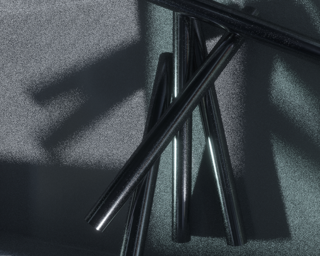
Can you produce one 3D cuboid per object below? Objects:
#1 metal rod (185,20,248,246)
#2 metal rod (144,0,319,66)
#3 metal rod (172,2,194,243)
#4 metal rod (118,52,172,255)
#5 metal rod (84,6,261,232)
[{"bbox_3d":[0.065,-0.007,0.387,0.025,0.025,0.298,-13,86,19],"label":"metal rod"},{"bbox_3d":[0.087,-0.116,0.341,0.301,0.025,0.025,22,98,4],"label":"metal rod"},{"bbox_3d":[0.028,-0.005,0.385,0.025,0.025,0.298,2,96,20],"label":"metal rod"},{"bbox_3d":[-0.014,0.044,0.352,0.025,0.025,0.299,2,67,20],"label":"metal rod"},{"bbox_3d":[0.022,-0.020,0.343,0.025,0.025,0.300,33,78,17],"label":"metal rod"}]
